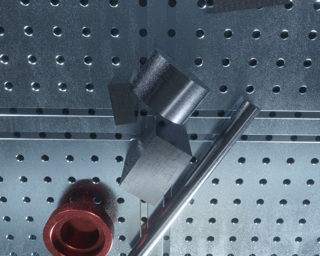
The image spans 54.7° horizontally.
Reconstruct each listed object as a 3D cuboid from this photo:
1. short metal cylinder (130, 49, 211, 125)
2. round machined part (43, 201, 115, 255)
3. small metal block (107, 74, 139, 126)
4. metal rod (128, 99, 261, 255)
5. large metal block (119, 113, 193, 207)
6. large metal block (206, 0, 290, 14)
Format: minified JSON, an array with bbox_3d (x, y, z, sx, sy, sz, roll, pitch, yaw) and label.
[{"bbox_3d":[0.012,-0.049,0.366,0.080,0.080,0.050,35,106,-12],"label":"short metal cylinder"},{"bbox_3d":[-0.116,0.150,0.458,0.099,0.042,0.097,0,110,0],"label":"round machined part"},{"bbox_3d":[-0.044,-0.036,0.386,0.025,0.050,0.050,-8,110,3],"label":"small metal block"},{"bbox_3d":[0.041,0.088,0.445,0.025,0.025,0.299,31,107,-11],"label":"metal rod"},{"bbox_3d":[-0.006,0.038,0.398,0.050,0.080,0.080,32,107,-11],"label":"large metal block"},{"bbox_3d":[0.092,-0.172,0.337,0.080,0.050,0.079,-7,110,2],"label":"large metal block"}]
